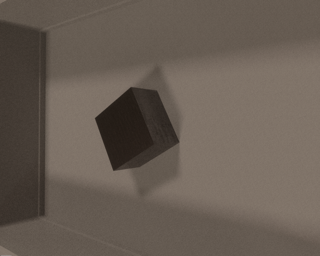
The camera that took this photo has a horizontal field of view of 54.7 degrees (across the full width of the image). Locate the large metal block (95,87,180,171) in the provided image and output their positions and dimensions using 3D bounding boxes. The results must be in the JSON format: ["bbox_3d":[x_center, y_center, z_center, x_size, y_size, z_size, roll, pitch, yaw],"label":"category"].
[{"bbox_3d":[-0.033,0.003,0.415,0.080,0.050,0.080,-35,69,34],"label":"large metal block"}]
